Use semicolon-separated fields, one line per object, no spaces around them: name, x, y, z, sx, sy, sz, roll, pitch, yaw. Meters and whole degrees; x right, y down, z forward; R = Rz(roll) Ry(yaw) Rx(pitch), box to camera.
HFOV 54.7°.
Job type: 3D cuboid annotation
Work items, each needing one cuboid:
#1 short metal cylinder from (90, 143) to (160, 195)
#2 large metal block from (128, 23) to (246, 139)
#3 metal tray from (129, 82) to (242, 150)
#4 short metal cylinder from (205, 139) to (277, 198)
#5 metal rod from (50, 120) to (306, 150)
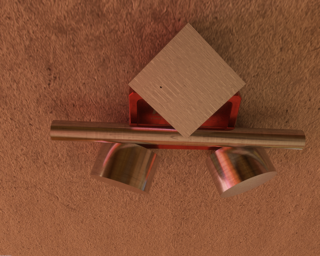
short metal cylinder;-0.046;0.052;0.412;0.080;0.050;0.080;16;162;6
large metal block;0.026;-0.050;0.322;0.080;0.050;0.080;43;102;-12
metal tray;0.028;-0.015;0.394;0.131;0.030;0.089;1;130;-2
short metal cylinder;0.108;0.054;0.418;0.081;0.050;0.080;-17;154;-8
metal rod;0.023;0.009;0.377;0.302;0.025;0.025;2;130;-2
